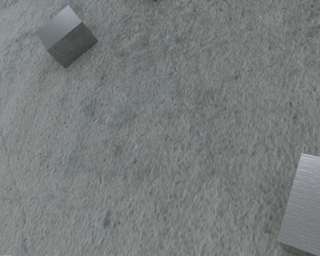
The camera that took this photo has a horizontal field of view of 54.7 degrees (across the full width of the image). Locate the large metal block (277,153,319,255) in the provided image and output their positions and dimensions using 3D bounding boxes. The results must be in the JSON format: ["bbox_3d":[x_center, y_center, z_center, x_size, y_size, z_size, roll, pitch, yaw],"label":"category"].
[{"bbox_3d":[0.154,0.076,0.261,0.080,0.050,0.080,12,68,33],"label":"large metal block"}]

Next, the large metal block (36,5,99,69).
[{"bbox_3d":[-0.175,-0.172,0.583,0.080,0.050,0.080,-39,51,1],"label":"large metal block"}]

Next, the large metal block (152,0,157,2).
[{"bbox_3d":[-0.008,-0.291,0.569,0.080,0.050,0.080,-40,51,0],"label":"large metal block"}]
